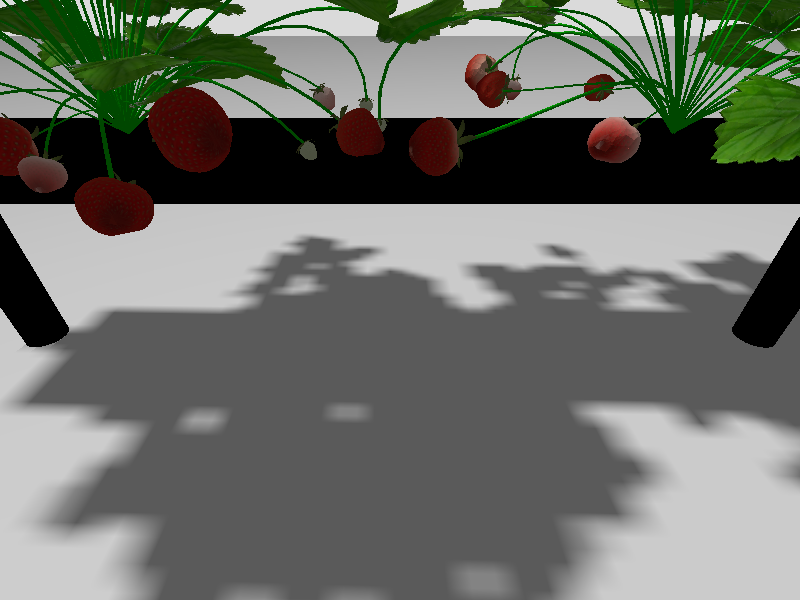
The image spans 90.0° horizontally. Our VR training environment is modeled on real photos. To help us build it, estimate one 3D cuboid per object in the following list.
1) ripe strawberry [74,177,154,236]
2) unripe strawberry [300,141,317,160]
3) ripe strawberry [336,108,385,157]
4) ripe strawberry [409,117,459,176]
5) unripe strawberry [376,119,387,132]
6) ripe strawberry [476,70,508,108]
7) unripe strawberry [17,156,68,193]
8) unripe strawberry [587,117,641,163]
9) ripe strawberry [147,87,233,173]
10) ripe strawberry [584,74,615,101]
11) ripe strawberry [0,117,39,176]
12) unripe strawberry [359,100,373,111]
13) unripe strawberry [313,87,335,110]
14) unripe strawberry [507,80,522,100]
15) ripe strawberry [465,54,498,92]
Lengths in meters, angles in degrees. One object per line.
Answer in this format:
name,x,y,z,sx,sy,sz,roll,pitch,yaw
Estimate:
ripe strawberry,-0.117,-0.038,0.165,0.027,0.023,0.027,-18,39,-24
unripe strawberry,-0.059,-0.096,0.260,0.012,0.011,0.010,-30,13,41
ripe strawberry,-0.025,-0.109,0.265,0.032,0.031,0.029,29,39,2
ripe strawberry,0.019,-0.088,0.231,0.030,0.031,0.027,-17,38,-22
unripe strawberry,-0.016,-0.137,0.314,0.010,0.010,0.009,-2,35,-3
ripe strawberry,0.097,-0.222,0.422,0.033,0.034,0.030,28,44,35
unripe strawberry,-0.188,-0.065,0.210,0.020,0.020,0.017,-9,-27,-12
unripe strawberry,0.133,-0.100,0.251,0.031,0.026,0.031,-29,44,-34
ripe strawberry,-0.119,-0.098,0.235,0.048,0.047,0.045,29,44,34
ripe strawberry,0.223,-0.240,0.453,0.032,0.027,0.032,0,34,0
ripe strawberry,-0.229,-0.085,0.225,0.037,0.033,0.033,1,35,2
unripe strawberry,-0.028,-0.161,0.333,0.011,0.011,0.011,-2,35,-3
unripe strawberry,-0.076,-0.205,0.408,0.024,0.021,0.022,40,-7,43
unripe strawberry,0.132,-0.248,0.472,0.022,0.022,0.019,-16,38,-22
ripe strawberry,0.102,-0.290,0.515,0.042,0.044,0.046,-16,23,-22
